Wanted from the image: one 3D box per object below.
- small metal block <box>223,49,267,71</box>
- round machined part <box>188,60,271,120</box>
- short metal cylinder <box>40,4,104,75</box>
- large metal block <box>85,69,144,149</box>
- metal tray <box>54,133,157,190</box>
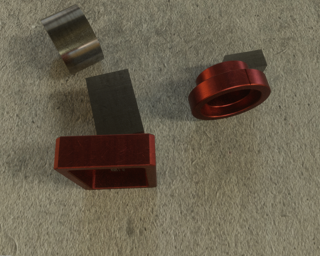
[{"bbox_3d":[0.111,-0.079,0.425,0.050,0.050,0.025,-10,71,-4],"label":"small metal block"},{"bbox_3d":[0.083,-0.049,0.388,0.099,0.098,0.042,-11,71,-4],"label":"round machined part"},{"bbox_3d":[-0.118,-0.119,0.422,0.050,0.080,0.080,-30,73,-10],"label":"short metal cylinder"},{"bbox_3d":[-0.052,-0.014,0.384,0.050,0.080,0.080,-14,71,-5],"label":"large metal block"},{"bbox_3d":[-0.050,0.042,0.337,0.091,0.130,0.030,-2,70,-1],"label":"metal tray"}]
